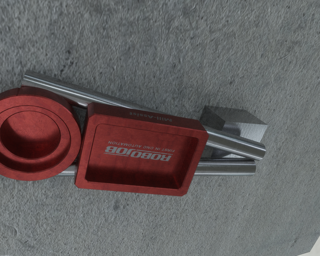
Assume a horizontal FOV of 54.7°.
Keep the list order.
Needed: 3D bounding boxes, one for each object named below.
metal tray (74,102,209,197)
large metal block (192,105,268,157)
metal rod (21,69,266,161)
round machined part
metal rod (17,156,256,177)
[{"bbox_3d":[-0.021,0.028,0.344,0.131,0.030,0.089,9,115,-19],"label":"metal tray"},{"bbox_3d":[0.098,0.017,0.456,0.081,0.050,0.079,4,117,-31],"label":"large metal block"},{"bbox_3d":[-0.001,-0.007,0.363,0.302,0.025,0.025,16,110,-22],"label":"metal rod"},{"bbox_3d":[-0.133,0.003,0.320,0.099,0.042,0.097,-7,119,-13],"label":"round machined part"},{"bbox_3d":[-0.019,0.048,0.387,0.302,0.025,0.025,2,118,-16],"label":"metal rod"}]
